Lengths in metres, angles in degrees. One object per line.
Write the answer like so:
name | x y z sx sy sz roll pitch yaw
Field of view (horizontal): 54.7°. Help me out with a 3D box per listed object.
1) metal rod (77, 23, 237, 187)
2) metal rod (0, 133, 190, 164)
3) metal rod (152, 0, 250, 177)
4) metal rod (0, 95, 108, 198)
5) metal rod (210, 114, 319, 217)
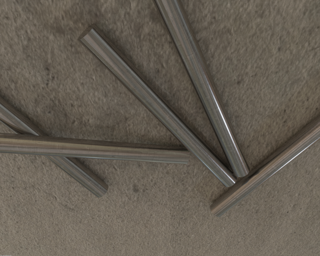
metal rod | 0.015 -0.010 0.398 0.025 0.025 0.300 -31 124 23
metal rod | -0.108 0.026 0.404 0.302 0.025 0.025 5 130 -15
metal rod | 0.059 -0.039 0.374 0.025 0.025 0.299 -20 128 15
metal rod | -0.174 0.004 0.408 0.025 0.025 0.300 -27 126 20
metal rod | 0.175 0.044 0.447 0.025 0.025 0.298 25 126 -20
